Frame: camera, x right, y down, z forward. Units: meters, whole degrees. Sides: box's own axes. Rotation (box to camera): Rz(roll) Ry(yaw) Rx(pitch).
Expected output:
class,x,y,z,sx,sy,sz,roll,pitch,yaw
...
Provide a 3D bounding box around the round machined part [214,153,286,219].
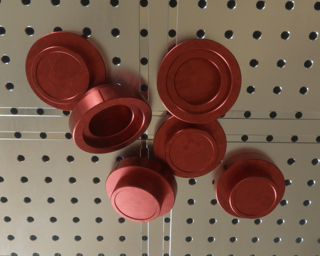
class,x,y,z,sx,sy,sz,roll,pitch,yaw
round machined part,0.128,0.088,0.437,0.099,0.042,0.097,0,110,0

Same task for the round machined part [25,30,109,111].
class,x,y,z,sx,sy,sz,roll,pitch,yaw
round machined part,-0.115,-0.067,0.379,0.099,0.042,0.097,0,110,0

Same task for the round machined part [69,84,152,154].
class,x,y,z,sx,sy,sz,roll,pitch,yaw
round machined part,-0.063,-0.016,0.381,0.099,0.042,0.098,-21,145,-15

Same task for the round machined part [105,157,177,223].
class,x,y,z,sx,sy,sz,roll,pitch,yaw
round machined part,-0.028,0.090,0.422,0.098,0.042,0.097,7,124,10

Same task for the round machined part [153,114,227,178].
class,x,y,z,sx,sy,sz,roll,pitch,yaw
round machined part,0.040,0.025,0.414,0.099,0.042,0.097,0,110,0

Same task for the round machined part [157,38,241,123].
class,x,y,z,sx,sy,sz,roll,pitch,yaw
round machined part,0.045,-0.057,0.378,0.099,0.042,0.097,0,101,-1
